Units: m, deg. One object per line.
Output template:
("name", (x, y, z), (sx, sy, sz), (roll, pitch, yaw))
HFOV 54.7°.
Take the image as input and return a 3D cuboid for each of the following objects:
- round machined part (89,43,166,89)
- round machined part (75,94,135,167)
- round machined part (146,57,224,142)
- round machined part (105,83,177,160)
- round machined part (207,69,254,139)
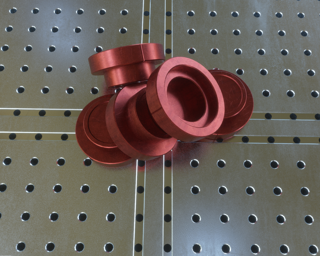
("round machined part", (-0.040, -0.078, 0.406), (0.099, 0.098, 0.042), (-12, 96, -5))
("round machined part", (-0.061, -0.001, 0.402), (0.099, 0.042, 0.098), (0, 70, -1))
("round machined part", (0.025, -0.030, 0.363), (0.099, 0.042, 0.098), (14, 65, -31))
("round machined part", (-0.013, -0.012, 0.382), (0.099, 0.042, 0.098), (17, 61, -33))
("round machined part", (0.077, -0.037, 0.417), (0.099, 0.042, 0.098), (0, 70, -1))
